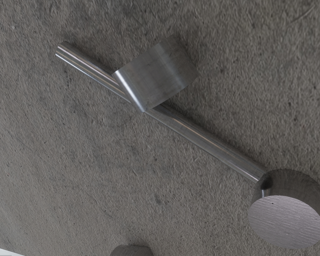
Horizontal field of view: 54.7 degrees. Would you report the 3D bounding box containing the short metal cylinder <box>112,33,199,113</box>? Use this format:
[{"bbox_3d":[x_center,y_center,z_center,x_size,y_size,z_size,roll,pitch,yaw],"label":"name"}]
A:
[{"bbox_3d":[-0.005,-0.059,0.337,0.080,0.080,0.050,-24,105,36],"label":"short metal cylinder"}]

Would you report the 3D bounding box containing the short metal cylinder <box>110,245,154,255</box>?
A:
[{"bbox_3d":[-0.052,0.254,0.556,0.050,0.080,0.080,-6,115,31],"label":"short metal cylinder"}]

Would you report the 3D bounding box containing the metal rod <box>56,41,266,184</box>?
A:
[{"bbox_3d":[-0.004,-0.024,0.394,0.301,0.025,0.025,33,129,6],"label":"metal rod"}]

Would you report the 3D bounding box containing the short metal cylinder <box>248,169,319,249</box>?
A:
[{"bbox_3d":[0.151,0.096,0.371,0.080,0.050,0.079,13,124,21],"label":"short metal cylinder"}]
